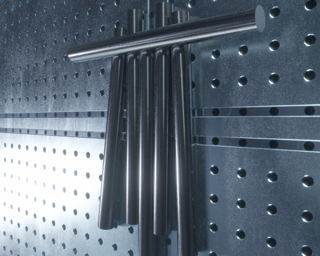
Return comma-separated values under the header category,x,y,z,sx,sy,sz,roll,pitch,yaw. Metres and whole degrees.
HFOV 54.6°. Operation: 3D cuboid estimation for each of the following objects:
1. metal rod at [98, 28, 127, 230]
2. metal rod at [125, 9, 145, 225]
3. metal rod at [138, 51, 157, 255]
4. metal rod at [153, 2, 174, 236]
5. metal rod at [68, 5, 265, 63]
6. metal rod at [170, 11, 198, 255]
category,x,y,z,sx,sy,sz,roll,pitch,yaw
metal rod,-0.069,0.004,0.466,0.025,0.025,0.298,9,96,40
metal rod,-0.035,-0.015,0.440,0.025,0.025,0.298,1,91,40
metal rod,-0.017,0.041,0.424,0.025,0.025,0.298,1,91,40
metal rod,0.004,-0.011,0.408,0.025,0.025,0.298,1,91,40
metal rod,-0.019,-0.110,0.393,0.300,0.025,0.025,3,92,40
metal rod,0.030,0.006,0.386,0.025,0.025,0.298,-3,88,40
